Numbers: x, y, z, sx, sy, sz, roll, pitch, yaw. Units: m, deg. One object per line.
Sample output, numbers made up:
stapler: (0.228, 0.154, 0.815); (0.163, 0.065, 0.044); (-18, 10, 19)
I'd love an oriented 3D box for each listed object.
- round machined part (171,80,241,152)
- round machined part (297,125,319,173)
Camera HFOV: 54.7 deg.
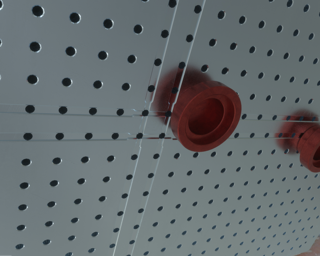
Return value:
round machined part: (0.058, -0.019, 0.422); (0.099, 0.042, 0.097); (-14, 125, -21)
round machined part: (0.304, 0.033, 0.591); (0.099, 0.042, 0.097); (-14, 125, -21)
